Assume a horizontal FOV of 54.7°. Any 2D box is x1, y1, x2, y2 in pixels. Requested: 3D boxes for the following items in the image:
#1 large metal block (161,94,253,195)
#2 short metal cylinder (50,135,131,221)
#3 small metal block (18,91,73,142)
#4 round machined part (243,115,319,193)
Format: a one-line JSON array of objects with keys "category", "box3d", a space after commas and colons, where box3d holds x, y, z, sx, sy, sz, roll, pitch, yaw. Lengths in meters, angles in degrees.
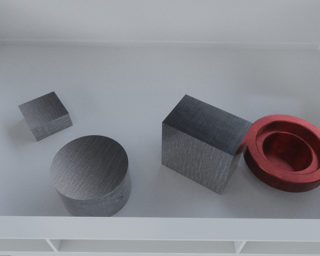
[{"category": "large metal block", "box3d": [0.049, 0.020, 0.353, 0.080, 0.080, 0.050, 26, 55, 20]}, {"category": "short metal cylinder", "box3d": [-0.073, 0.054, 0.342, 0.081, 0.050, 0.080, 0, 50, 0]}, {"category": "small metal block", "box3d": [-0.154, -0.017, 0.417, 0.050, 0.025, 0.050, -28, 56, -22]}, {"category": "round machined part", "box3d": [0.148, 0.034, 0.368, 0.099, 0.042, 0.098, 0, 50, 0]}]
